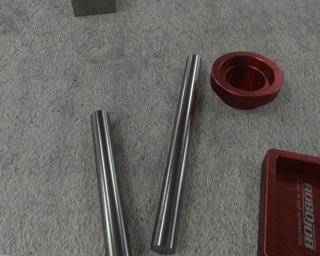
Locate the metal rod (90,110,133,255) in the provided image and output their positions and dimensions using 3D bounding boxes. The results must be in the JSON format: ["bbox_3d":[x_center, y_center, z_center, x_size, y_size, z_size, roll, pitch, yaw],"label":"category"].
[{"bbox_3d":[-0.047,0.097,0.321,0.025,0.025,0.300,-10,51,-8],"label":"metal rod"}]

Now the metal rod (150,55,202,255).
[{"bbox_3d":[0.029,0.006,0.397,0.025,0.025,0.300,8,50,6],"label":"metal rod"}]

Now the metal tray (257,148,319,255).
[{"bbox_3d":[0.155,0.088,0.327,0.090,0.030,0.130,11,51,9],"label":"metal tray"}]

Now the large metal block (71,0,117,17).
[{"bbox_3d":[-0.134,-0.266,0.609,0.081,0.050,0.080,-10,51,-9],"label":"large metal block"}]

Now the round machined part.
[{"bbox_3d":[0.122,-0.064,0.448,0.099,0.042,0.098,0,50,0],"label":"round machined part"}]
